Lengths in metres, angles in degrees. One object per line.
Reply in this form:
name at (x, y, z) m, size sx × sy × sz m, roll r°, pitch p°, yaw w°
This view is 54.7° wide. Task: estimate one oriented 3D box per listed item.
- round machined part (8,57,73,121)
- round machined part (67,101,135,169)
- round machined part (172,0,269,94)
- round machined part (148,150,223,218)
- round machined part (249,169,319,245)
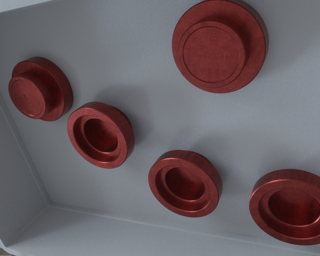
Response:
round machined part at (-0.182, -0.052, 0.459) m, size 0.098 × 0.042 × 0.097 m, roll 13°, pitch 124°, yaw 20°
round machined part at (-0.079, 0.006, 0.441) m, size 0.098 × 0.042 × 0.097 m, roll 13°, pitch 124°, yaw 20°
round machined part at (0.057, -0.080, 0.317) m, size 0.098 × 0.042 × 0.097 m, roll 13°, pitch 124°, yaw 20°
round machined part at (0.037, 0.070, 0.421) m, size 0.098 × 0.042 × 0.097 m, roll 13°, pitch 124°, yaw 20°
round machined part at (0.160, 0.088, 0.368) m, size 0.098 × 0.042 × 0.097 m, roll 13°, pitch 124°, yaw 20°
